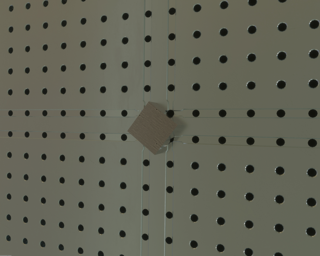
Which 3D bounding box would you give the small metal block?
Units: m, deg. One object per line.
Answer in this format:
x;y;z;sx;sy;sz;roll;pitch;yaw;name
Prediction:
-0.006;0.000;0.415;0.050;0.025;0.050;40;103;15;small metal block
